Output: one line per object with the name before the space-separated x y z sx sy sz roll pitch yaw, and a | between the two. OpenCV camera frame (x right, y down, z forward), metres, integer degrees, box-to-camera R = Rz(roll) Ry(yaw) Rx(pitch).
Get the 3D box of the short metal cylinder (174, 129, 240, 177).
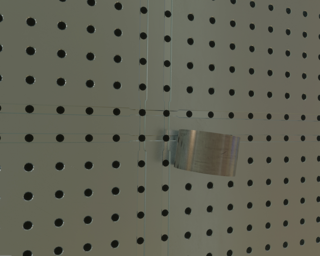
short metal cylinder | 0.061 0.032 0.408 0.081 0.080 0.050 9 87 -20
